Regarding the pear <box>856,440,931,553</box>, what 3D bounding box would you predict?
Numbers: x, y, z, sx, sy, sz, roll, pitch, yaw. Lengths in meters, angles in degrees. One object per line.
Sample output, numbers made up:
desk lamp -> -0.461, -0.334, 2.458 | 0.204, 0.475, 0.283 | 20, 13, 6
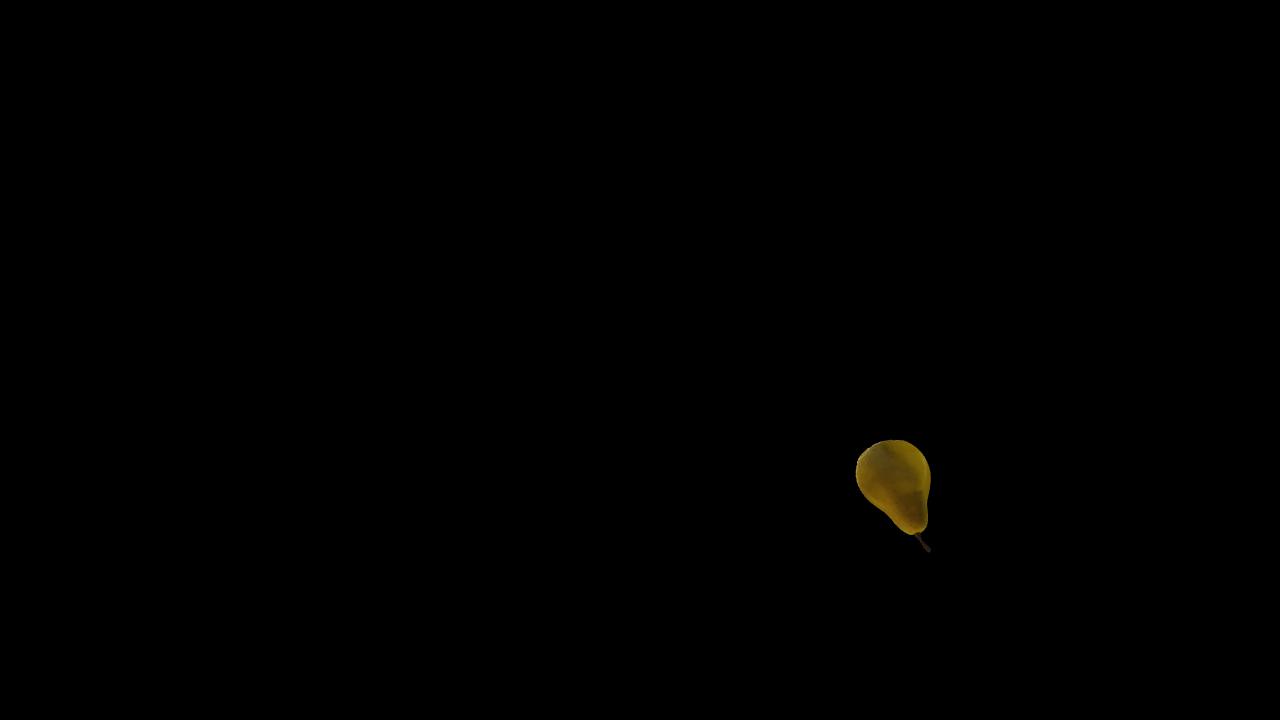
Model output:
pear -> 0.267, 0.140, 0.632 | 0.080, 0.111, 0.080 | -1, -40, -1
